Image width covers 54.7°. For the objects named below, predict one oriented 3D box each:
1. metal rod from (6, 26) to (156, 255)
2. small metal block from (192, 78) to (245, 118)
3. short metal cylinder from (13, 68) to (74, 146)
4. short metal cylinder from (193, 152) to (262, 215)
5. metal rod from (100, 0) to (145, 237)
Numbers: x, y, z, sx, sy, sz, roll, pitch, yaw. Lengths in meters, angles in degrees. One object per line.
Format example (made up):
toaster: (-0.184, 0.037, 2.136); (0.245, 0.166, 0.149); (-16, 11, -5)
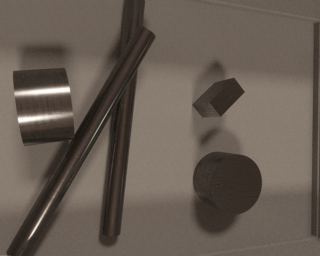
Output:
metal rod: (-0.089, 0.015, 0.362); (0.025, 0.025, 0.299); (31, 86, -18)
small metal block: (0.080, -0.041, 0.428); (0.050, 0.050, 0.025); (-44, 104, -15)
short metal cylinder: (-0.125, -0.023, 0.335); (0.050, 0.080, 0.079); (-8, 93, -20)
short metal cylinder: (0.093, 0.075, 0.433); (0.081, 0.050, 0.079); (0, 90, -21)
metal rod: (-0.047, -0.016, 0.393); (0.025, 0.025, 0.298); (7, 88, -20)
